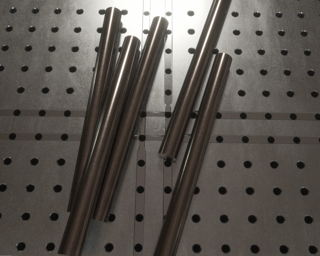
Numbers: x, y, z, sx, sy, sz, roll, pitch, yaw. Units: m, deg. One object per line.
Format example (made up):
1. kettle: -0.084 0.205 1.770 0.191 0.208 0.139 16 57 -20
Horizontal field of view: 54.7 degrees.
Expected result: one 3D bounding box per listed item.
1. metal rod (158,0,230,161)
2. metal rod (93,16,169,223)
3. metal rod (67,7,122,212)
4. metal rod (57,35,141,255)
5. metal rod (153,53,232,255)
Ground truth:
1. metal rod: 0.058 -0.095 0.447 0.025 0.025 0.299 18 71 6
2. metal rod: -0.037 -0.025 0.420 0.025 0.025 0.299 14 70 5
3. metal rod: -0.085 -0.037 0.424 0.025 0.025 0.299 5 70 1
4. metal rod: -0.068 0.004 0.393 0.025 0.025 0.299 10 64 3
5. metal rod: 0.046 0.032 0.400 0.025 0.025 0.299 17 71 6
